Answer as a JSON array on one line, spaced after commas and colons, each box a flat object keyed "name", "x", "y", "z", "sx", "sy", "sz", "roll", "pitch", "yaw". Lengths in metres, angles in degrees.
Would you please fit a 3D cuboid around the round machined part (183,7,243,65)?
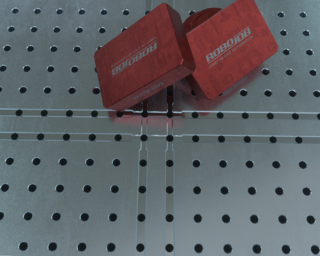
[{"name": "round machined part", "x": 0.078, "y": -0.135, "z": 0.453, "sx": 0.099, "sy": 0.042, "sz": 0.098, "roll": 0, "pitch": 70, "yaw": 0}]

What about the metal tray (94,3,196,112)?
[{"name": "metal tray", "x": -0.025, "y": -0.087, "z": 0.402, "sx": 0.130, "sy": 0.030, "sz": 0.090, "roll": -26, "pitch": 68, "yaw": 30}]

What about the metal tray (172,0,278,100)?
[{"name": "metal tray", "x": 0.088, "y": -0.109, "z": 0.425, "sx": 0.130, "sy": 0.030, "sz": 0.090, "roll": -37, "pitch": 105, "yaw": -10}]
